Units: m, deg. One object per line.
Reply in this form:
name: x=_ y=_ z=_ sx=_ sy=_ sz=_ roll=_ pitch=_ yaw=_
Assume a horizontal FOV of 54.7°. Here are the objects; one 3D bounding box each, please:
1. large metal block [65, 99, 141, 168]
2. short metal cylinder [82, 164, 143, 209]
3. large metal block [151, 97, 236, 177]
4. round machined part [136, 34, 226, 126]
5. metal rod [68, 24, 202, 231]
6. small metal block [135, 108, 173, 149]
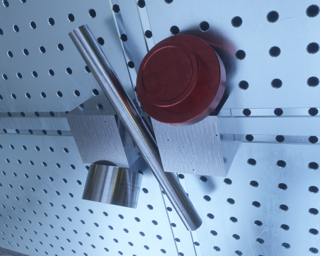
large metal block: x=-0.074 y=0.006 z=0.439 sx=0.080 sy=0.050 sz=0.080 roll=2 pitch=120 yaw=27
short metal cylinder: x=-0.070 y=0.087 z=0.458 sx=0.080 sy=0.050 sz=0.080 roll=9 pitch=164 yaw=3
large metal block: x=0.043 y=0.010 z=0.379 sx=0.080 sy=0.050 sz=0.080 roll=1 pitch=119 yaw=27
round machined part: x=0.016 y=-0.052 z=0.328 sx=0.098 sy=0.042 sz=0.097 roll=-4 pitch=82 yaw=27
metal rod: x=-0.023 y=0.011 z=0.397 sx=0.025 sy=0.025 sz=0.299 roll=-19 pitch=109 yaw=35
small metal block: x=-0.010 y=0.001 z=0.418 sx=0.050 sy=0.025 sz=0.050 roll=1 pitch=119 yaw=28
